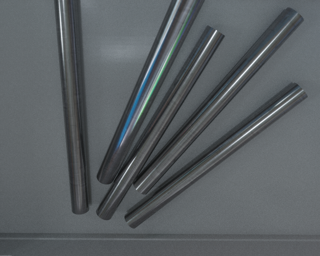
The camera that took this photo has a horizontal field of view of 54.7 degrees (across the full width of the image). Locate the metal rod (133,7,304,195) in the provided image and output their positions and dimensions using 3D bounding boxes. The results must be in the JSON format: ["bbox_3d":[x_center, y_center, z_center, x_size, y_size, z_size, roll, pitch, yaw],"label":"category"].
[{"bbox_3d":[0.066,-0.024,0.403,0.025,0.025,0.299,37,106,-13],"label":"metal rod"}]

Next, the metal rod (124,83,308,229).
[{"bbox_3d":[0.068,0.045,0.428,0.300,0.025,0.025,-40,106,13],"label":"metal rod"}]

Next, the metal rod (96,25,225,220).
[{"bbox_3d":[-0.008,0.005,0.413,0.025,0.025,0.298,28,107,-10],"label":"metal rod"}]

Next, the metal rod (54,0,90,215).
[{"bbox_3d":[-0.112,-0.020,0.402,0.025,0.025,0.298,1,110,-1],"label":"metal rod"}]

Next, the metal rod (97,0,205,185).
[{"bbox_3d":[-0.022,-0.027,0.339,0.025,0.025,0.298,22,132,-9],"label":"metal rod"}]
